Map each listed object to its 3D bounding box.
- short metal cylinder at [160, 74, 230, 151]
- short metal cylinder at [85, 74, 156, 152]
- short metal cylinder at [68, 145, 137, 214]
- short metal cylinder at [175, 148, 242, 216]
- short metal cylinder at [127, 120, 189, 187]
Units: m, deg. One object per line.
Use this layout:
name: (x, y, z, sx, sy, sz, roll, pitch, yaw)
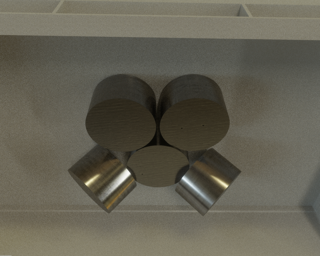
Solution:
short metal cylinder: (0.040, -0.018, 0.376, 0.081, 0.050, 0.079, 0, 130, 0)
short metal cylinder: (-0.045, -0.017, 0.374, 0.081, 0.050, 0.079, 0, 130, 0)
short metal cylinder: (-0.078, 0.069, 0.421, 0.050, 0.080, 0.080, -44, 132, -22)
short metal cylinder: (0.066, 0.074, 0.427, 0.050, 0.081, 0.079, 40, 129, 18)
short metal cylinder: (-0.002, 0.035, 0.418, 0.081, 0.050, 0.079, 0, 130, 0)
